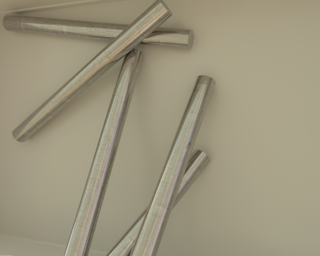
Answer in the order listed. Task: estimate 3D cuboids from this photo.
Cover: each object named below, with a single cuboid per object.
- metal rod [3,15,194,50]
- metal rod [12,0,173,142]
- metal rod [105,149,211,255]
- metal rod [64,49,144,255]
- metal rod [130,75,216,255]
[{"bbox_3d":[-0.100,-0.140,0.444,0.301,0.025,0.025,11,94,19],"label":"metal rod"},{"bbox_3d":[-0.107,-0.067,0.430,0.299,0.025,0.025,-35,79,22],"label":"metal rod"},{"bbox_3d":[-0.041,0.136,0.333,0.025,0.025,0.301,36,65,16],"label":"metal rod"},{"bbox_3d":[-0.067,0.035,0.373,0.025,0.025,0.299,6,69,19],"label":"metal rod"},{"bbox_3d":[0.006,0.071,0.339,0.025,0.025,0.300,14,68,19],"label":"metal rod"}]
